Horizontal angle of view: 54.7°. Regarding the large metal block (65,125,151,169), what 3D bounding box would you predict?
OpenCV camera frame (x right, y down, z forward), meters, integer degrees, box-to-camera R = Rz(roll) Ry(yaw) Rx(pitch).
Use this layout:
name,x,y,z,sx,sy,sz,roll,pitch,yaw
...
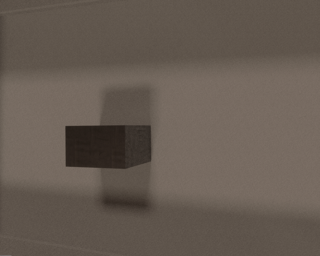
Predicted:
name,x,y,z,sx,sy,sz,roll,pitch,yaw
large metal block,-0.064,0.022,0.403,0.080,0.080,0.050,-1,90,19
